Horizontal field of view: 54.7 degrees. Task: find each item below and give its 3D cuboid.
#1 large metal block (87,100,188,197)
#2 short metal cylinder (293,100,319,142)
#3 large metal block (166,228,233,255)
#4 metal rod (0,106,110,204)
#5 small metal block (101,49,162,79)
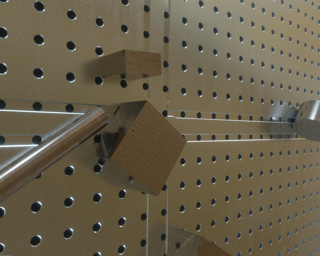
[{"bbox_3d":[-0.025,0.024,0.374,0.080,0.050,0.080,45,63,-31],"label":"large metal block"},{"bbox_3d":[0.329,-0.014,0.654,0.080,0.080,0.050,44,63,-31],"label":"short metal cylinder"},{"bbox_3d":[0.051,0.201,0.438,0.080,0.050,0.080,41,65,-33],"label":"large metal block"},{"bbox_3d":[-0.163,0.068,0.272,0.302,0.025,0.025,-40,115,-33],"label":"metal rod"},{"bbox_3d":[-0.034,-0.073,0.366,0.050,0.050,0.025,-5,93,-40],"label":"small metal block"}]
